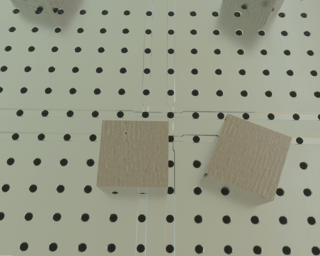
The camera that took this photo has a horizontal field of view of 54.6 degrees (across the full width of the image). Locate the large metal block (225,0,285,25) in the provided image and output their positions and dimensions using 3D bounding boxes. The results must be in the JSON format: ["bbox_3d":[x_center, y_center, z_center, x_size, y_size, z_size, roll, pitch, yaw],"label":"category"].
[{"bbox_3d":[0.149,-0.217,0.463,0.080,0.080,0.050,38,75,12],"label":"large metal block"}]

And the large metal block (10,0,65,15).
[{"bbox_3d":[-0.189,-0.235,0.483,0.080,0.050,0.080,20,71,7],"label":"large metal block"}]

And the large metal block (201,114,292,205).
[{"bbox_3d":[0.105,0.040,0.385,0.080,0.050,0.080,22,71,7],"label":"large metal block"}]

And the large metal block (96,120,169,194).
[{"bbox_3d":[-0.030,0.037,0.385,0.080,0.050,0.080,1,70,0],"label":"large metal block"}]
